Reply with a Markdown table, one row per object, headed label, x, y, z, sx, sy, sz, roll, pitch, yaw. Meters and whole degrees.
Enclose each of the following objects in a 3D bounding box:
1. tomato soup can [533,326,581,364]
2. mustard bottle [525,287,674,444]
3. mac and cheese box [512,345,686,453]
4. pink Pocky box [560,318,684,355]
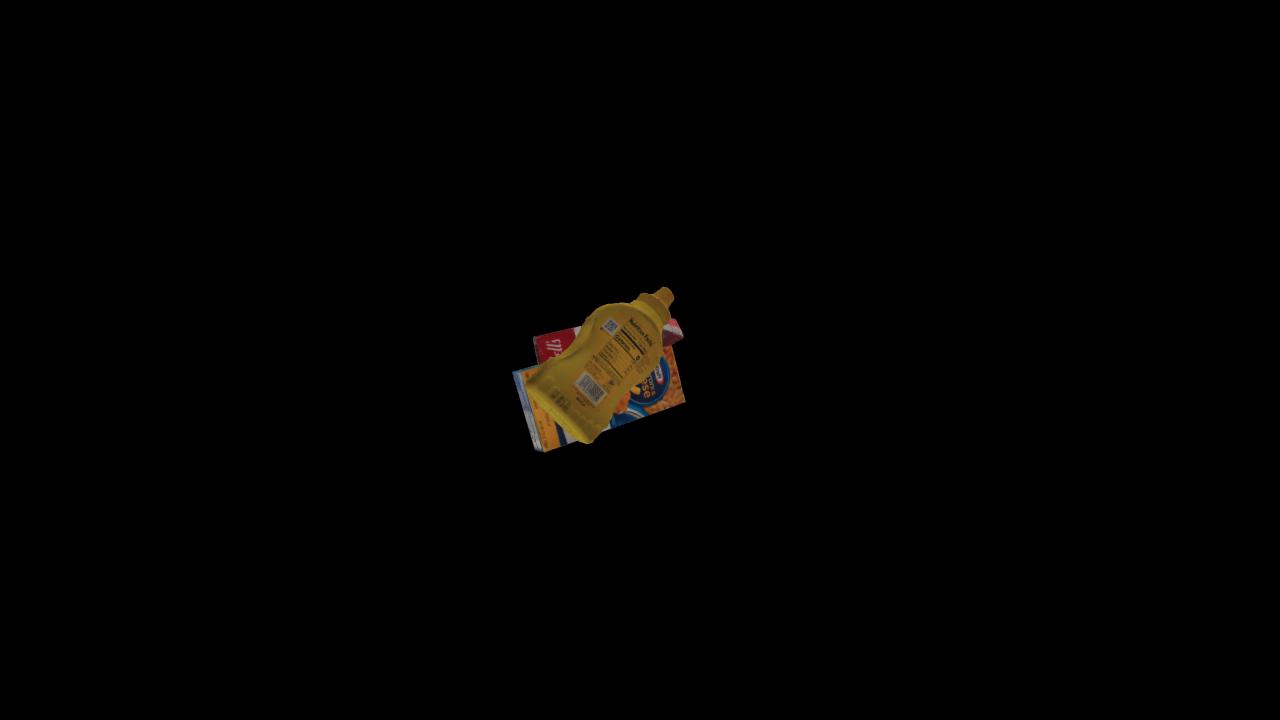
| label | x | y | z | sx | sy | sz | roll | pitch | yaw |
| --- | --- | --- | --- | --- | --- | --- | --- | --- | --- |
| tomato soup can | -0.069 | -0.007 | 0.732 | 0.101 | 0.068 | 0.068 | -13 | 1 | -5 |
| mustard bottle | -0.026 | -0.009 | 0.637 | 0.092 | 0.184 | 0.054 | 46 | -19 | -14 |
| mac and cheese box | -0.042 | 0.031 | 0.696 | 0.184 | 0.093 | 0.041 | -18 | 5 | -26 |
| pink Pocky box | -0.034 | -0.008 | 0.705 | 0.155 | 0.029 | 0.084 | -28 | -18 | 21 |
